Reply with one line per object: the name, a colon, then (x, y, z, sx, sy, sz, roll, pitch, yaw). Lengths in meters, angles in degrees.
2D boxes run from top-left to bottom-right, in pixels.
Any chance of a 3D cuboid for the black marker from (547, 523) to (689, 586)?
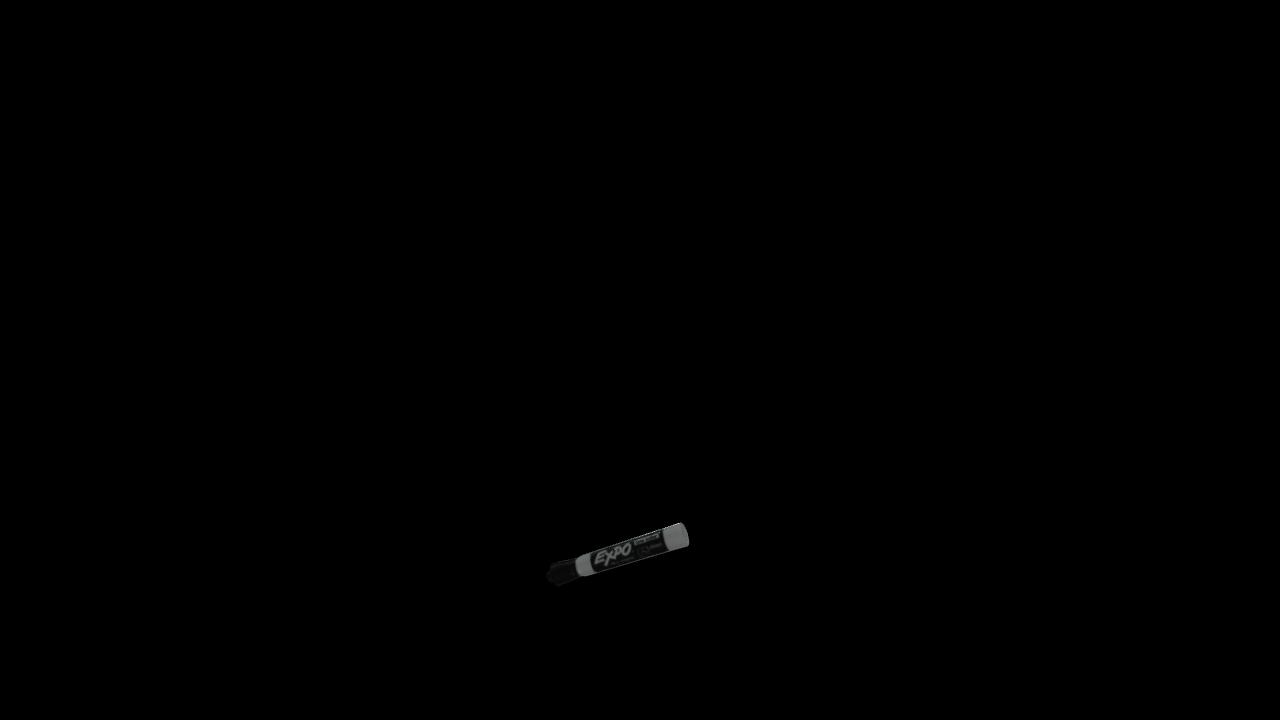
black marker: (-0.020, 0.157, 0.493, 0.121, 0.020, 0.020, -21, -4, 12)
